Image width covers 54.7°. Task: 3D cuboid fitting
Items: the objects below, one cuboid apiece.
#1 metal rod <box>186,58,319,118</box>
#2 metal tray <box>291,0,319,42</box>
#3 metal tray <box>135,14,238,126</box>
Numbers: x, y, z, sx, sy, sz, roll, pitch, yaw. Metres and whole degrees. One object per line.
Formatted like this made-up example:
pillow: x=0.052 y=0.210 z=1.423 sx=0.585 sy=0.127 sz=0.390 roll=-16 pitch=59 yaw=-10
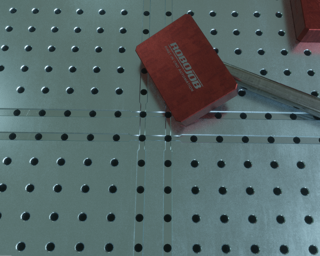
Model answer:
metal rod: x=0.171 y=-0.047 z=0.431 sx=0.301 sy=0.025 sz=0.025 roll=23 pitch=72 yaw=7
metal tray: x=0.257 y=-0.197 z=0.484 sx=0.091 sy=0.030 sz=0.130 roll=1 pitch=70 yaw=0
metal tray: x=0.035 y=-0.079 z=0.424 sx=0.090 sy=0.030 sz=0.130 roll=-32 pitch=72 yaw=8
